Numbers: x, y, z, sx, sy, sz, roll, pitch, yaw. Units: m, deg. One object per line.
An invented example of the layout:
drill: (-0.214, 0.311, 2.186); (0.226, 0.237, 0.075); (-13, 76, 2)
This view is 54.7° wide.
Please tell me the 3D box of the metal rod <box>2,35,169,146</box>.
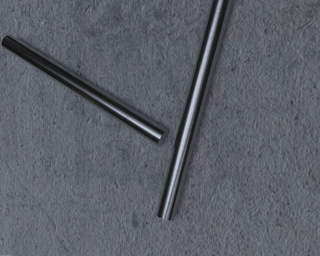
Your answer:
metal rod: (-0.119, -0.062, 0.450); (0.300, 0.025, 0.025); (31, 100, 17)

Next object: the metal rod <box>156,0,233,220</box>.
metal rod: (0.044, -0.028, 0.393); (0.025, 0.025, 0.298); (16, 95, 19)
